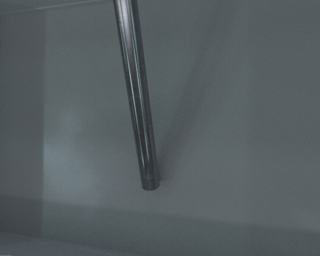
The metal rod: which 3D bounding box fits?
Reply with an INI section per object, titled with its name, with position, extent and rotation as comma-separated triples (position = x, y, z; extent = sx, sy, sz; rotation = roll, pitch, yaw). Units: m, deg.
[metal rod]
position = -0.028, -0.058, 0.355
extent = 0.025, 0.025, 0.298
rotation = 3, 116, 20
